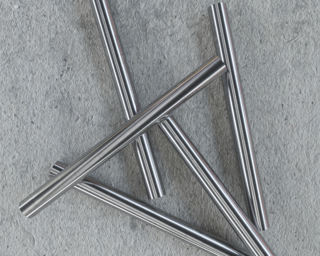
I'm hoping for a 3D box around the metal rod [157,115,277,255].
[{"bbox_3d":[0.095,0.110,0.397,0.025,0.025,0.299,-36,85,0],"label":"metal rod"}]

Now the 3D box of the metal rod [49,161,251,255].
[{"bbox_3d":[-0.004,0.119,0.409,0.301,0.025,0.025,26,90,0],"label":"metal rod"}]

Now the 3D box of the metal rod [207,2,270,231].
[{"bbox_3d":[0.104,-0.014,0.410,0.025,0.025,0.298,-11,90,0],"label":"metal rod"}]

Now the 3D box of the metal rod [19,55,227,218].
[{"bbox_3d":[-0.045,0.010,0.383,0.301,0.025,0.025,-37,90,0],"label":"metal rod"}]

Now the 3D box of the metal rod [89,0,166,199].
[{"bbox_3d":[-0.046,-0.053,0.409,0.025,0.025,0.298,-17,90,0],"label":"metal rod"}]
